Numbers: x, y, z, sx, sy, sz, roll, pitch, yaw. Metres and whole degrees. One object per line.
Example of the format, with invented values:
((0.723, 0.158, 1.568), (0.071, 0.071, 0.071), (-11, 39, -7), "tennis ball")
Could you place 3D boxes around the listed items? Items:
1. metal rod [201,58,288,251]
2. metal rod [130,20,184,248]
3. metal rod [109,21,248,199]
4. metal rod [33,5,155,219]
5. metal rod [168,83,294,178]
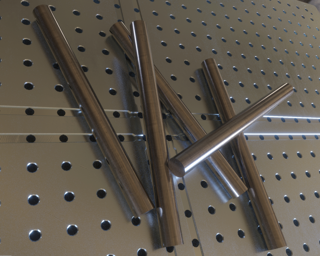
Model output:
((0.116, 0.022, 0.459), (0.025, 0.025, 0.299), (-1, 62, -29), "metal rod")
((-0.008, -0.009, 0.392), (0.025, 0.025, 0.299), (2, 66, -28), "metal rod")
((0.021, -0.032, 0.440), (0.025, 0.025, 0.299), (-28, 77, -38), "metal rod")
((-0.088, -0.031, 0.380), (0.025, 0.025, 0.299), (-19, 72, -36), "metal rod")
((0.121, -0.011, 0.448), (0.302, 0.025, 0.025), (-29, 78, -40), "metal rod")
